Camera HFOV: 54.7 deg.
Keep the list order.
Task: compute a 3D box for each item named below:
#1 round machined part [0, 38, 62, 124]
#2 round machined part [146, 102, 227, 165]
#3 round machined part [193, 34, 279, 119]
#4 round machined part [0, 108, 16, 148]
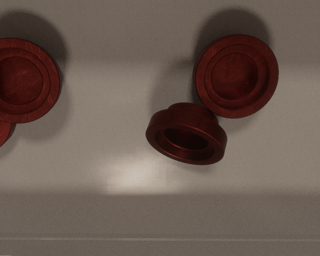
[{"bbox_3d":[-0.169,-0.057,0.372,0.099,0.042,0.097,-2,103,-10],"label":"round machined part"},{"bbox_3d":[0.035,0.005,0.387,0.098,0.042,0.098,15,151,9],"label":"round machined part"},{"bbox_3d":[0.088,-0.064,0.378,0.099,0.042,0.097,-1,107,-3],"label":"round machined part"},{"bbox_3d":[-0.240,-0.010,0.392,0.099,0.042,0.097,-2,110,-4],"label":"round machined part"}]
